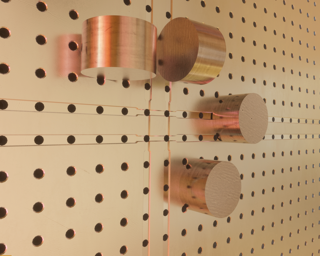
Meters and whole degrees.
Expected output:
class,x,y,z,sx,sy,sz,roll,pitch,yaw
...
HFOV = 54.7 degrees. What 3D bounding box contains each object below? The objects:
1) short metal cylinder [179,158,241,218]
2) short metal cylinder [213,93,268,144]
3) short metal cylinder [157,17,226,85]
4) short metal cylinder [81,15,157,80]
class,x,y,z,sx,sy,sz,roll,pitch,yaw
short metal cylinder,0.074,0.086,0.455,0.081,0.050,0.080,0,90,-40
short metal cylinder,0.131,-0.015,0.502,0.081,0.050,0.079,0,90,-40
short metal cylinder,0.039,-0.098,0.405,0.050,0.080,0.079,-1,91,-40
short metal cylinder,-0.044,-0.083,0.336,0.081,0.080,0.050,2,89,-40
